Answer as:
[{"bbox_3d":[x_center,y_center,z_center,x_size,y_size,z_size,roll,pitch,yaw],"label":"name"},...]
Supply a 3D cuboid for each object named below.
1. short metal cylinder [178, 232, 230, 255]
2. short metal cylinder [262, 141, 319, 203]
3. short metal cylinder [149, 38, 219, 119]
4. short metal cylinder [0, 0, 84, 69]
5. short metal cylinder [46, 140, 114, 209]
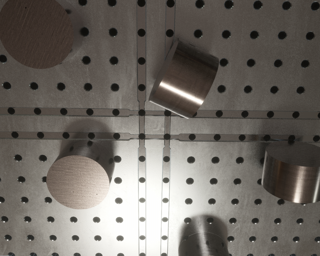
[{"bbox_3d":[0.070,0.210,0.479,0.081,0.050,0.079,0,110,-1],"label":"short metal cylinder"},{"bbox_3d":[0.178,0.055,0.407,0.081,0.080,0.050,0,110,-1],"label":"short metal cylinder"},{"bbox_3d":[0.026,-0.057,0.363,0.050,0.080,0.080,24,108,-9],"label":"short metal cylinder"},{"bbox_3d":[-0.134,-0.112,0.357,0.081,0.050,0.079,0,110,-1],"label":"short metal cylinder"},{"bbox_3d":[-0.106,0.063,0.422,0.081,0.050,0.079,0,110,-1],"label":"short metal cylinder"}]
